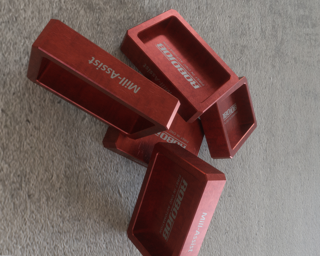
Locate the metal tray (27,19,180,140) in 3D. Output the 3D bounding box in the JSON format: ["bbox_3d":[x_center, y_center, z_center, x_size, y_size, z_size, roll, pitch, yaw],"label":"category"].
[{"bbox_3d":[-0.057,-0.037,0.297,0.130,0.090,0.030,32,69,-18],"label":"metal tray"}]

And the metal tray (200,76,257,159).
[{"bbox_3d":[0.107,-0.020,0.474,0.131,0.030,0.089,-35,112,-50],"label":"metal tray"}]

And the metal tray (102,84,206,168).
[{"bbox_3d":[-0.001,0.008,0.404,0.130,0.030,0.090,32,70,-36],"label":"metal tray"}]

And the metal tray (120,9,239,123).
[{"bbox_3d":[0.026,-0.081,0.388,0.130,0.030,0.091,48,56,4],"label":"metal tray"}]

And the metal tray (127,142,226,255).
[{"bbox_3d":[0.013,0.091,0.352,0.030,0.090,0.129,7,106,-40],"label":"metal tray"}]
